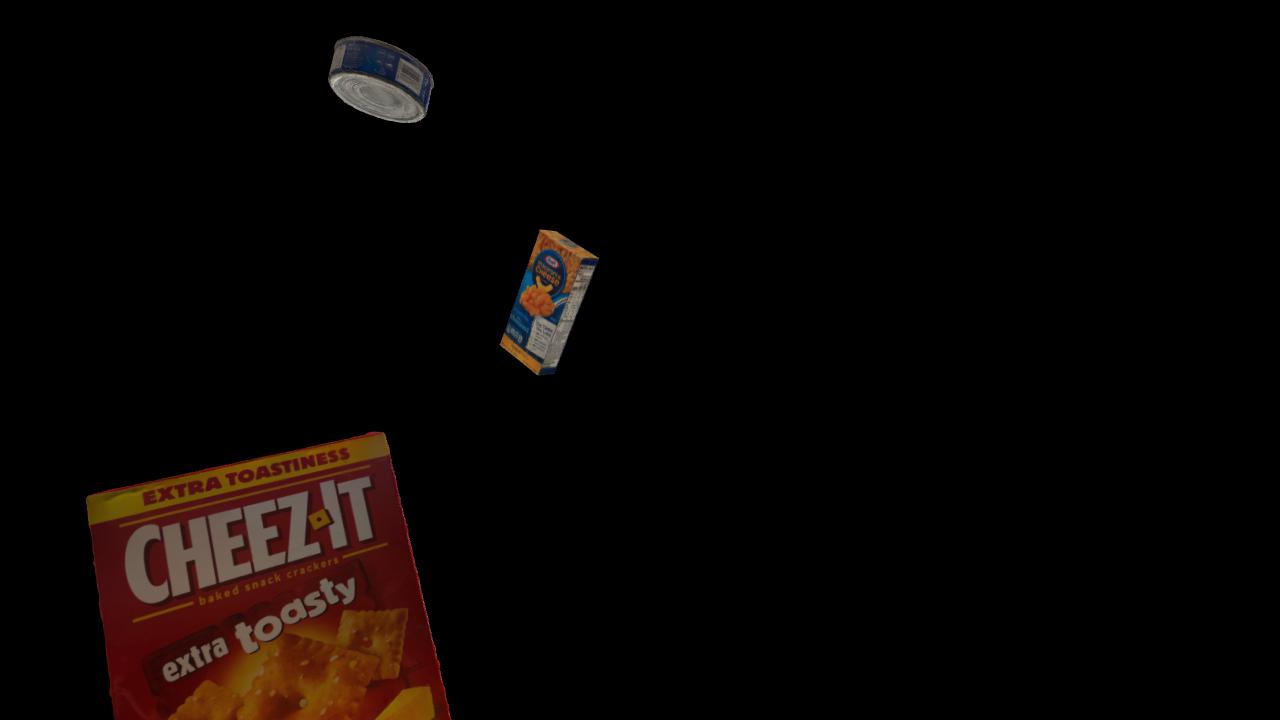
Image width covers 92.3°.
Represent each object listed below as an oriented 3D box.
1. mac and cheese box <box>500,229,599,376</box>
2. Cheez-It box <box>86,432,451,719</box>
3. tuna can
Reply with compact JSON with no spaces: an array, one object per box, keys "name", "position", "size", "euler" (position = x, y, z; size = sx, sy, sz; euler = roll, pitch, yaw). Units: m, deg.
[{"name":"mac and cheese box","position":[-0.130,-0.079,0.862],"size":[0.093,0.184,0.041],"euler":[36,24,30]},{"name":"Cheez-It box","position":[-0.227,0.174,0.394],"size":[0.166,0.223,0.071],"euler":[-11,-13,-32]},{"name":"tuna can","position":[-0.230,-0.247,0.548],"size":[0.084,0.034,0.084],"euler":[9,-6,1]}]
